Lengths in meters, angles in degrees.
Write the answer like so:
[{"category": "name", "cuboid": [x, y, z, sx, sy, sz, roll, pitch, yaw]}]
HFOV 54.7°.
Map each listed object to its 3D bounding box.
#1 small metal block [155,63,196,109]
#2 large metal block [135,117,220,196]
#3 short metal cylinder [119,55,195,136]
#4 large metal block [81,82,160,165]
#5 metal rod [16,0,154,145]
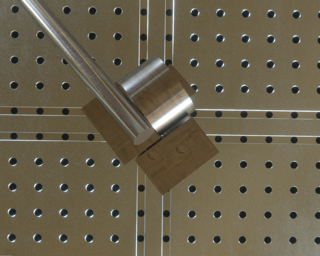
[{"category": "small metal block", "cuboid": [0.012, -0.049, 0.414, 0.050, 0.025, 0.050, -42, 91, 0]}, {"category": "large metal block", "cuboid": [0.019, 0.031, 0.384, 0.080, 0.080, 0.050, -37, 90, 0]}, {"category": "short metal cylinder", "cuboid": [-0.003, -0.037, 0.360, 0.050, 0.080, 0.080, -37, 90, 0]}, {"category": "large metal block", "cuboid": [-0.044, -0.005, 0.386, 0.050, 0.080, 0.080, -38, 90, 0]}, {"category": "metal rod", "cuboid": [-0.109, -0.097, 0.360, 0.025, 0.025, 0.300, -41, 69, 0]}]
